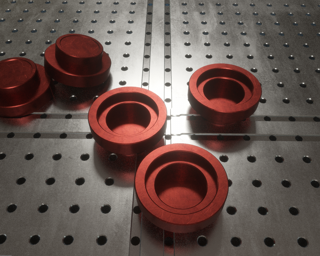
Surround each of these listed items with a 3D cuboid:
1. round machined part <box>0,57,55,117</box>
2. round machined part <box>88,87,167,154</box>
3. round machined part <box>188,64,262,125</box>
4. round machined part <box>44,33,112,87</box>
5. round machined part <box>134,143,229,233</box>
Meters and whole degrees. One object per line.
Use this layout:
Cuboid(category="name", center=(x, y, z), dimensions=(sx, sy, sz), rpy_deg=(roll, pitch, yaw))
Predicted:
Cuboid(category="round machined part", center=(-0.208, -0.066, 0.449), dimensions=(0.099, 0.042, 0.098), rpy_deg=(0, 50, 0))
Cuboid(category="round machined part", center=(-0.040, -0.006, 0.401), dimensions=(0.099, 0.042, 0.098), rpy_deg=(0, 50, 0))
Cuboid(category="round machined part", center=(0.088, -0.043, 0.434), dimensions=(0.099, 0.042, 0.098), rpy_deg=(0, 50, 0))
Cuboid(category="round machined part", center=(-0.123, -0.108, 0.469), dimensions=(0.099, 0.042, 0.098), rpy_deg=(11, 41, -10))
Cuboid(category="round machined part", center=(0.022, 0.068, 0.340), dimensions=(0.099, 0.042, 0.098), rpy_deg=(0, 50, 0))
